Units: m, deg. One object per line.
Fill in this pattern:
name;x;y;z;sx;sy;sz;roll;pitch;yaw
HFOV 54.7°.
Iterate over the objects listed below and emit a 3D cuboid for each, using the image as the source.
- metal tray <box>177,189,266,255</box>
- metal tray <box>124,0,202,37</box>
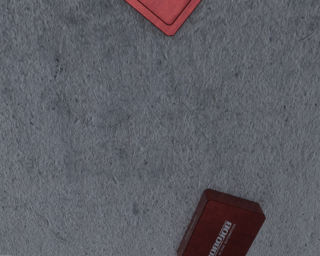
metal tray;0.089;0.163;0.468;0.091;0.030;0.129;18;109;-7
metal tray;-0.010;-0.177;0.341;0.130;0.030;0.090;37;106;-13
